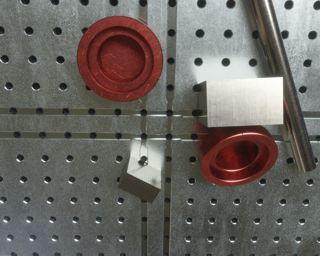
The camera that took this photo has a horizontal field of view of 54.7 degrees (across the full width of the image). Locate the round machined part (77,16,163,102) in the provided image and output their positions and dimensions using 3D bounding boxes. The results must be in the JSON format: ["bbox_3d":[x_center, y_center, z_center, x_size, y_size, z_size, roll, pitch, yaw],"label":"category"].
[{"bbox_3d":[-0.045,-0.084,0.373,0.099,0.042,0.097,0,110,0],"label":"round machined part"}]

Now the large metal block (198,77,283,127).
[{"bbox_3d":[0.091,-0.031,0.368,0.080,0.080,0.050,-2,95,1],"label":"large metal block"}]

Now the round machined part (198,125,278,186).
[{"bbox_3d":[0.098,0.029,0.404,0.099,0.042,0.097,-5,131,-5],"label":"round machined part"}]

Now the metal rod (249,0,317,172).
[{"bbox_3d":[0.149,-0.075,0.387,0.025,0.025,0.299,-21,109,7],"label":"metal rod"}]

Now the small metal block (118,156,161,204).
[{"bbox_3d":[-0.027,0.070,0.426,0.050,0.050,0.025,28,108,-10],"label":"small metal block"}]
